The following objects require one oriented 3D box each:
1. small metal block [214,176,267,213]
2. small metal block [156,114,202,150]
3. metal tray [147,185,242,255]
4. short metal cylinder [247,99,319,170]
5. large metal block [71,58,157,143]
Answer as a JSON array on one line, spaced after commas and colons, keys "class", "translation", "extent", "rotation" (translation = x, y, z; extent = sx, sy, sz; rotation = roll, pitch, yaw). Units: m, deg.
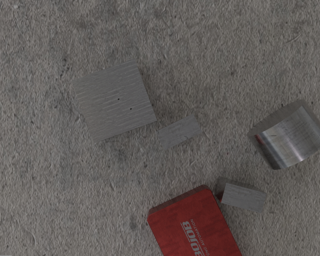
[{"class": "small metal block", "translation": [0.101, 0.084, 0.398], "extent": [0.050, 0.050, 0.025], "rotation": [15, 90, 0]}, {"class": "small metal block", "translation": [0.023, 0.005, 0.398], "extent": [0.050, 0.050, 0.025], "rotation": [-26, 90, 0]}, {"class": "metal tray", "translation": [0.050, 0.152, 0.408], "extent": [0.090, 0.030, 0.129], "rotation": [-25, 90, 0]}, {"class": "short metal cylinder", "translation": [0.156, 0.008, 0.384], "extent": [0.080, 0.080, 0.050], "rotation": [-35, 90, 0]}, {"class": "large metal block", "translation": [-0.055, -0.033, 0.397], "extent": [0.080, 0.050, 0.080], "rotation": [-20, 90, 0]}]
